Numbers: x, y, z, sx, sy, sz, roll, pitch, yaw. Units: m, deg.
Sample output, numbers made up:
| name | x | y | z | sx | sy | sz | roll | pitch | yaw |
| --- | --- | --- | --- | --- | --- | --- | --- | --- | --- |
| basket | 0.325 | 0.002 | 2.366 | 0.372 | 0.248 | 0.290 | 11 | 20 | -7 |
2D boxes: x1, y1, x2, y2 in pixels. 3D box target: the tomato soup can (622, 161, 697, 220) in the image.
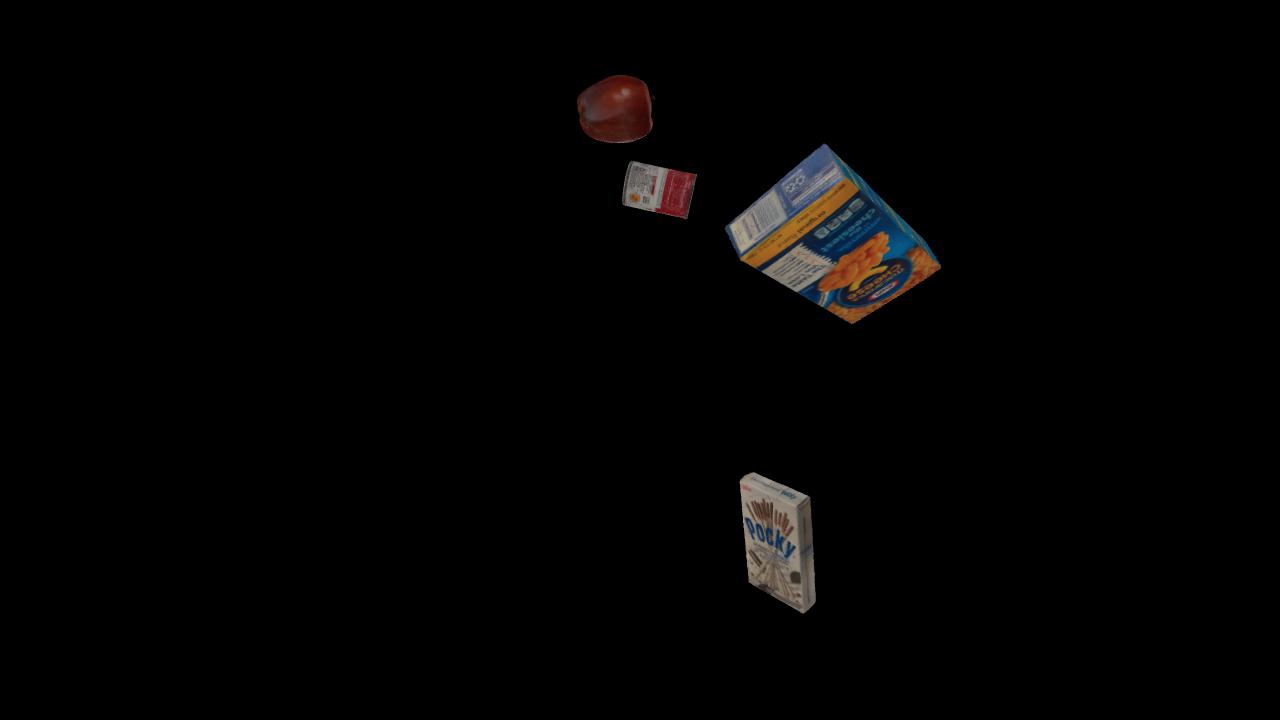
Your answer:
| name | x | y | z | sx | sy | sz | roll | pitch | yaw |
| --- | --- | --- | --- | --- | --- | --- | --- | --- | --- |
| tomato soup can | 0.029 | -0.254 | 0.920 | 0.101 | 0.068 | 0.068 | 12 | 0 | 1 |

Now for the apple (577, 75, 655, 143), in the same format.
| name | x | y | z | sx | sy | sz | roll | pitch | yaw |
| --- | --- | --- | --- | --- | --- | --- | --- | --- | --- |
| apple | -0.027 | -0.299 | 0.730 | 0.093 | 0.079 | 0.079 | -12 | 1 | -4 |

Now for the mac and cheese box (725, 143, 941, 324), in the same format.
| name | x | y | z | sx | sy | sz | roll | pitch | yaw |
| --- | --- | --- | --- | --- | --- | --- | --- | --- | --- |
| mac and cheese box | 0.159 | -0.089 | 0.489 | 0.184 | 0.041 | 0.093 | 17 | -45 | -44 |

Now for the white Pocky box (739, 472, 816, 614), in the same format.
| name | x | y | z | sx | sy | sz | roll | pitch | yaw |
| --- | --- | --- | --- | --- | --- | --- | --- | --- | --- |
| white Pocky box | 0.161 | 0.213 | 0.718 | 0.028 | 0.154 | 0.084 | -25 | 27 | -35 |
